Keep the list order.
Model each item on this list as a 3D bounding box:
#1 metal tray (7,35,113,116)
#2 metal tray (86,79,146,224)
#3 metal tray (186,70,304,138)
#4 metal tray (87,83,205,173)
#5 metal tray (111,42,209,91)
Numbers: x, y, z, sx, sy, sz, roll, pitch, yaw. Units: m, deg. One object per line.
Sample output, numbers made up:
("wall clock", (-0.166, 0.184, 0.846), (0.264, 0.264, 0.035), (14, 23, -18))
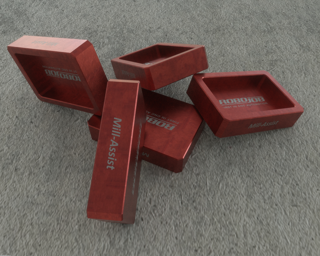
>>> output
("metal tray", (-0.127, -0.069, 0.399), (0.130, 0.090, 0.030), (14, 50, 32))
("metal tray", (-0.038, 0.028, 0.313), (0.030, 0.090, 0.130), (4, 71, 4))
("metal tray", (0.112, -0.036, 0.412), (0.131, 0.030, 0.090), (-7, 49, -26))
("metal tray", (-0.015, -0.005, 0.405), (0.130, 0.030, 0.090), (20, 53, 15))
("metal tray", (-0.005, -0.092, 0.440), (0.091, 0.030, 0.130), (-25, 26, -20))
